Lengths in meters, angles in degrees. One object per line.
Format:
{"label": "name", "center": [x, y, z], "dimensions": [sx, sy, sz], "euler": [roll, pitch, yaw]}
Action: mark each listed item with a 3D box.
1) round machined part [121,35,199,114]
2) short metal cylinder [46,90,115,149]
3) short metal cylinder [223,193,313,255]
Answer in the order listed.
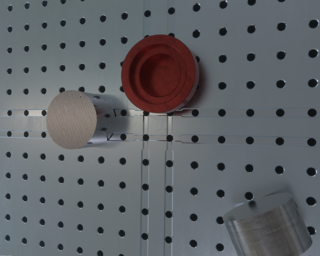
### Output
{"label": "round machined part", "center": [0.003, -0.067, 0.402], "dimensions": [0.098, 0.042, 0.097], "euler": [0, 90, 20]}
{"label": "short metal cylinder", "center": [-0.111, -0.011, 0.438], "dimensions": [0.080, 0.050, 0.079], "euler": [0, 90, 20]}
{"label": "short metal cylinder", "center": [0.117, 0.110, 0.342], "dimensions": [0.080, 0.080, 0.050], "euler": [-24, 82, 18]}
